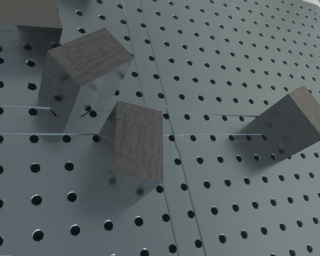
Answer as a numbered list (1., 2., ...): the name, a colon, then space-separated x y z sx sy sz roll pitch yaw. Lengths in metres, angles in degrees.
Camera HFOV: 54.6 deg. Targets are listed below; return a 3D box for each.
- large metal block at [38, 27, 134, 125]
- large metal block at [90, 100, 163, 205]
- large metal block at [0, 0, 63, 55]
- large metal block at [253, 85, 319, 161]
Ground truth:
1. large metal block: -0.087 -0.060 0.362 0.050 0.080 0.080 47 51 4
2. large metal block: -0.037 0.030 0.335 0.050 0.080 0.080 13 56 -21
3. large metal block: -0.173 -0.138 0.383 0.081 0.050 0.080 -6 65 -31
4. large metal block: 0.211 -0.007 0.489 0.050 0.080 0.080 -24 75 -36
